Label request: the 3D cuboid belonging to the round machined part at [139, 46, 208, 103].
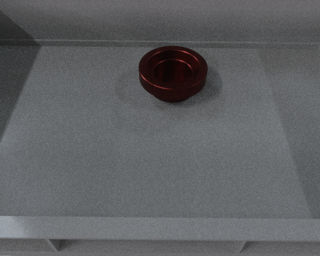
[{"bbox_3d":[0.019,-0.075,0.457,0.099,0.042,0.098,0,50,0],"label":"round machined part"}]
